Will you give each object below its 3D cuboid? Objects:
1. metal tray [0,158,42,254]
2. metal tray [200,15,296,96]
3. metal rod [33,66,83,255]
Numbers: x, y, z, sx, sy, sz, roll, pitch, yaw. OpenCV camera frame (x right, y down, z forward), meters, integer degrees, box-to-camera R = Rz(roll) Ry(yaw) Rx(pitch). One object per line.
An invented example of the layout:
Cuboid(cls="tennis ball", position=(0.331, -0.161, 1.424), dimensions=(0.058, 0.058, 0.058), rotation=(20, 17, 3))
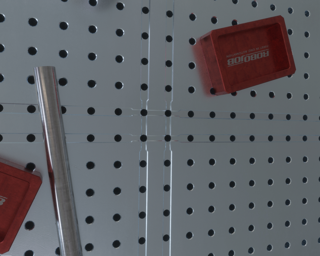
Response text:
Cuboid(cls="metal tray", position=(-0.208, 0.070, 0.333), dimensions=(0.131, 0.030, 0.090), rotation=(26, 81, -18))
Cuboid(cls="metal tray", position=(0.133, -0.108, 0.458), dimensions=(0.131, 0.030, 0.089), rotation=(-18, 96, -19))
Cuboid(cls="metal rod", position=(-0.116, 0.078, 0.369), dimensions=(0.025, 0.025, 0.298), rotation=(-8, 93, -20))
